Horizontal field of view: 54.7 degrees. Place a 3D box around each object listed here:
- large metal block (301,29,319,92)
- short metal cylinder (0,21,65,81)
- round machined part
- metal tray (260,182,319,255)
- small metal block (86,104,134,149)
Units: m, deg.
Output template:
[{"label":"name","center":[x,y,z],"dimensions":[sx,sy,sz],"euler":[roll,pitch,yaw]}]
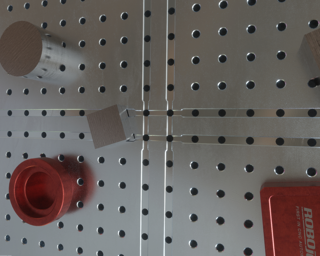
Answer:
[{"label":"large metal block","center":[0.206,-0.073,0.326],"dimensions":[0.080,0.050,0.080],"euler":[-22,83,18]},{"label":"short metal cylinder","center":[-0.193,-0.114,0.467],"dimensions":[0.080,0.050,0.080],"euler":[0,90,20]},{"label":"round machined part","center":[-0.172,0.092,0.464],"dimensions":[0.098,0.042,0.097],"euler":[0,90,20]},{"label":"metal tray","center":[0.166,0.128,0.350],"dimensions":[0.090,0.030,0.129],"euler":[-5,88,19]},{"label":"small metal block","center":[-0.070,-0.001,0.437],"dimensions":[0.050,0.025,0.050],"euler":[-17,84,19]}]
